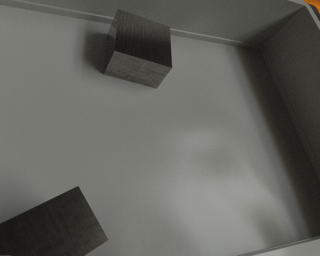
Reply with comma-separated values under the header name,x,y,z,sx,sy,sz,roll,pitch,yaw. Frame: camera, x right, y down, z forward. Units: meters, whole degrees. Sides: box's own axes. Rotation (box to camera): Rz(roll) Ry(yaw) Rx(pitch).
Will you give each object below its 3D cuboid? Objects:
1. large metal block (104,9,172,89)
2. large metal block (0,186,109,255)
name,x,y,z,sx,sy,sz,roll,pitch,yaw
large metal block,-0.031,-0.112,0.442,0.081,0.050,0.080,12,57,-22
large metal block,-0.100,0.100,0.256,0.081,0.080,0.050,-24,75,-37
